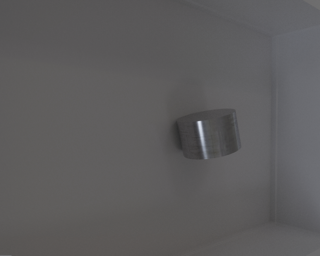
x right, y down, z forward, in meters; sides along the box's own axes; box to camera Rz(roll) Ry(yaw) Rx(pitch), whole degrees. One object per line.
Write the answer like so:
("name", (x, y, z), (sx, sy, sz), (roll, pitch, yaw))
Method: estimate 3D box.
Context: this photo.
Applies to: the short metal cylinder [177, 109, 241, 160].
("short metal cylinder", (0.067, 0.006, 0.426), (0.081, 0.080, 0.050), (-19, 102, -38))
